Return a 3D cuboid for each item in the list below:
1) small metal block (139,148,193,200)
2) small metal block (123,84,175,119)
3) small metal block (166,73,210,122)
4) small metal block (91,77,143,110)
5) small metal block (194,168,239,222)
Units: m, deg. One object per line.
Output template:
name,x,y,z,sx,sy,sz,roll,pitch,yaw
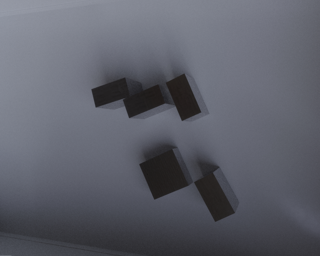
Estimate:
small metal block,0.008,0.059,0.407,0.050,0.025,0.050,-26,82,17
small metal block,-0.012,-0.032,0.401,0.050,0.050,0.025,-21,83,18
small metal block,0.036,-0.036,0.384,0.025,0.050,0.050,-25,82,18
small metal block,-0.055,-0.045,0.415,0.050,0.050,0.025,-16,85,19
small metal block,0.069,0.078,0.372,0.025,0.050,0.050,-31,80,17
